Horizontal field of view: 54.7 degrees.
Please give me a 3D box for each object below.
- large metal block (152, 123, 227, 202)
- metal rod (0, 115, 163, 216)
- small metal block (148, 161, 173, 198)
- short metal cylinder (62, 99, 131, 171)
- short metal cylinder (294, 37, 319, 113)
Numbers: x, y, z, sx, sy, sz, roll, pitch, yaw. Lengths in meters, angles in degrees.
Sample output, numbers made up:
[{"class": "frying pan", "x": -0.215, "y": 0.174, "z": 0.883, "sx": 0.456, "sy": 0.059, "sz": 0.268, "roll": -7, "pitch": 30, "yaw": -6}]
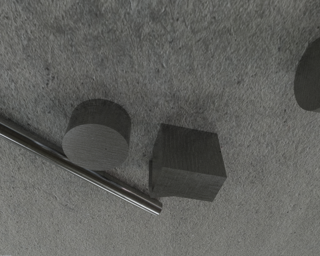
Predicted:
[{"class": "large metal block", "x": 0.035, "y": 0.045, "z": 0.410, "sx": 0.081, "sy": 0.080, "sz": 0.050, "roll": 11, "pitch": 129, "yaw": -10}, {"class": "metal rod", "x": -0.115, "y": 0.061, "z": 0.457, "sx": 0.301, "sy": 0.025, "sz": 0.025, "roll": 34, "pitch": 122, "yaw": -26}, {"class": "small metal block", "x": 0.010, "y": 0.073, "z": 0.453, "sx": 0.050, "sy": 0.050, "sz": 0.025, "roll": -5, "pitch": 130, "yaw": 3}, {"class": "short metal cylinder", "x": -0.079, "y": 0.009, "z": 0.398, "sx": 0.081, "sy": 0.050, "sz": 0.079, "roll": 0, "pitch": 130, "yaw": 0}, {"class": "short metal cylinder", "x": 0.189, "y": -0.054, "z": 0.328, "sx": 0.050, "sy": 0.080, "sz": 0.079, "roll": 9, "pitch": 130, "yaw": -8}]
